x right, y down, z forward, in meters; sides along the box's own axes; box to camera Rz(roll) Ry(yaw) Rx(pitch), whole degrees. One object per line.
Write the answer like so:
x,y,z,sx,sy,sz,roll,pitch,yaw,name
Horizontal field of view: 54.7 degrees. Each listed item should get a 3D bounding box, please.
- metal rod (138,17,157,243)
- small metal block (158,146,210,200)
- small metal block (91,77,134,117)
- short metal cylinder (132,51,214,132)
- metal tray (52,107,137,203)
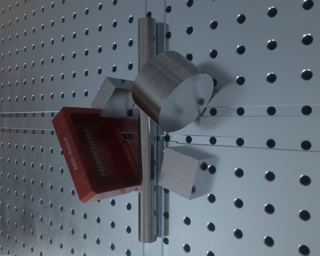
-0.017,0.003,0.421,0.025,0.025,0.298,0,90,39,metal rod
0.029,0.054,0.385,0.050,0.025,0.050,19,102,38,small metal block
-0.062,-0.043,0.441,0.025,0.050,0.050,49,119,28,small metal block
0.015,-0.042,0.359,0.050,0.081,0.080,45,117,30,short metal cylinder
-0.087,0.033,0.435,0.030,0.091,0.130,-40,66,33,metal tray
